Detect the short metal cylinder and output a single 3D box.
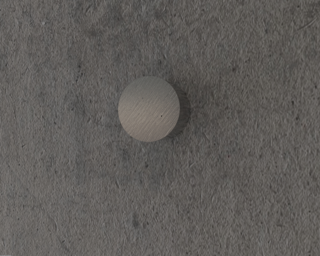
[{"bbox_3d":[-0.006,-0.023,0.398,0.080,0.050,0.080,0,90,20],"label":"short metal cylinder"}]
